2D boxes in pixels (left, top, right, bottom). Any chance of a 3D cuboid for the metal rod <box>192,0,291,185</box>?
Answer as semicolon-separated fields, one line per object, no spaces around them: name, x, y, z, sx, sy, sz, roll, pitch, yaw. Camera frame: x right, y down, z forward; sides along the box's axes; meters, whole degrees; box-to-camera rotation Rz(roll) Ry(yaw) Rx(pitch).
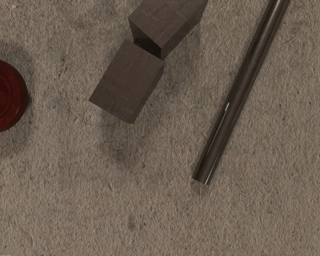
metal rod;0.114;-0.066;0.411;0.025;0.025;0.299;24;90;-1

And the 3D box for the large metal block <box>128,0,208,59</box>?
large metal block;0.010;-0.135;0.383;0.050;0.080;0.080;43;90;-1

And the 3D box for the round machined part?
round machined part;-0.219;-0.041;0.399;0.099;0.042;0.097;0;90;-1

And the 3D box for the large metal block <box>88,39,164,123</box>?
large metal block;-0.037;-0.052;0.382;0.050;0.080;0.080;31;90;-1
